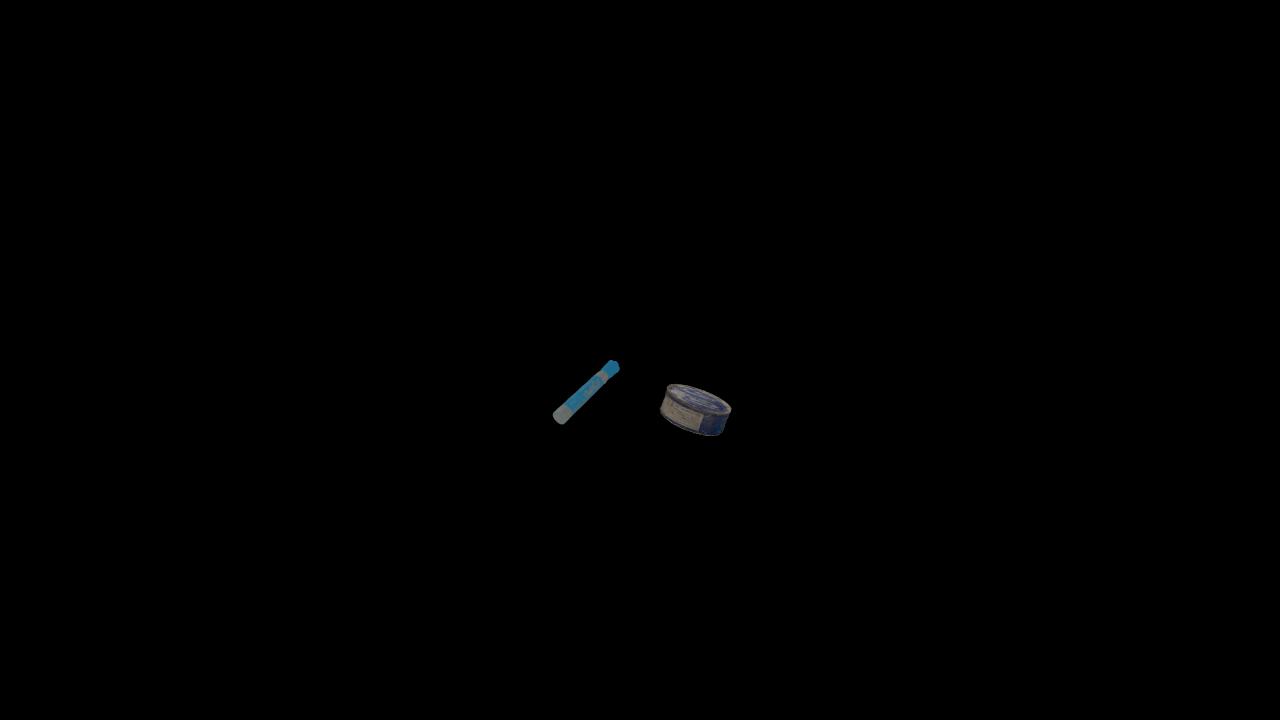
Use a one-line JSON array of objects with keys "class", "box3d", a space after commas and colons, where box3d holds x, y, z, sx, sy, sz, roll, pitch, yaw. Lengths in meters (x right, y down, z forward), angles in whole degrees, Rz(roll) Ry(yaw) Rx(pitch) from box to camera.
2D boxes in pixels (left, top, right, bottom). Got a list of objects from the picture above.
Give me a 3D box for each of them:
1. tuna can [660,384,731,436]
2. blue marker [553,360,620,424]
[{"class": "tuna can", "box3d": [0.068, 0.061, 0.760, 0.084, 0.034, 0.084, 18, 14, -5]}, {"class": "blue marker", "box3d": [-0.063, 0.037, 0.759, 0.020, 0.020, 0.121, 0, 32, 38]}]
